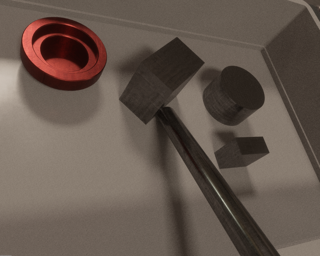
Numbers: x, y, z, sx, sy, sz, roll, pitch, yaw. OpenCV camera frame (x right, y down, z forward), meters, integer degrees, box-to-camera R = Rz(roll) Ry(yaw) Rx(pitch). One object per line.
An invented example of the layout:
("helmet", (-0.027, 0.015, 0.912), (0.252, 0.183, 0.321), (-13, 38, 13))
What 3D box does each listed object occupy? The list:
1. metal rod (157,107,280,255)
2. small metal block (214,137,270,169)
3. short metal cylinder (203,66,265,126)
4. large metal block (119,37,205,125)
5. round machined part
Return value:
("metal rod", (0.051, 0.055, 0.302), (0.025, 0.025, 0.300), (10, 26, -24))
("small metal block", (0.113, 0.035, 0.432), (0.050, 0.050, 0.025), (-1, 62, -29))
("short metal cylinder", (0.115, -0.050, 0.484), (0.081, 0.050, 0.080), (14, 56, -21))
("large metal block", (0.002, -0.062, 0.411), (0.050, 0.080, 0.080), (44, 51, 1))
("round machined part", (-0.120, -0.086, 0.384), (0.099, 0.042, 0.098), (14, 56, -21))
